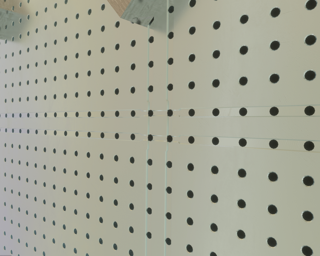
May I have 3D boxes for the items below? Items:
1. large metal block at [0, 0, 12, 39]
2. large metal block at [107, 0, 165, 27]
[{"bbox_3d":[-0.396,-0.269,0.723,0.080,0.050,0.080,-49,61,29],"label":"large metal block"},{"bbox_3d":[-0.033,-0.200,0.421,0.080,0.050,0.080,-49,61,29],"label":"large metal block"}]
